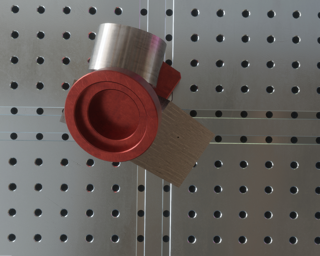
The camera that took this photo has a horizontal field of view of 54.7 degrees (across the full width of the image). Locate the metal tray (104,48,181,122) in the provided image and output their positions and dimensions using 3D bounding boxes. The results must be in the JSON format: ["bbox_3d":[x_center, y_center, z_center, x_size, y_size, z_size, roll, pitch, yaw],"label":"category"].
[{"bbox_3d":[-0.044,-0.040,0.411,0.090,0.030,0.130,35,90,-1],"label":"metal tray"}]

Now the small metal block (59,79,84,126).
[{"bbox_3d":[-0.091,-0.027,0.368,0.025,0.050,0.050,19,90,0],"label":"small metal block"}]

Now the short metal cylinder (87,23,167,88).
[{"bbox_3d":[-0.037,-0.080,0.355,0.080,0.080,0.050,13,90,-1],"label":"short metal cylinder"}]

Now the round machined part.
[{"bbox_3d":[-0.046,-0.016,0.330,0.098,0.042,0.097,4,110,10],"label":"round machined part"}]

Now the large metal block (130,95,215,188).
[{"bbox_3d":[0.007,0.015,0.383,0.080,0.050,0.080,34,90,-31],"label":"large metal block"}]
